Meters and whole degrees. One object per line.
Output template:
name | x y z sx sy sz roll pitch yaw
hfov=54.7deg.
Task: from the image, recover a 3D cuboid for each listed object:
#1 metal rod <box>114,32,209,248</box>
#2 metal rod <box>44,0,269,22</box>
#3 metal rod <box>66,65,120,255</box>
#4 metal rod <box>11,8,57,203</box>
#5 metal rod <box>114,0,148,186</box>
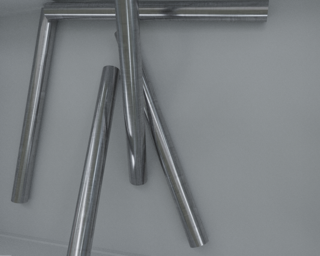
metal rod | -0.001 0.007 0.410 0.025 0.025 0.299 -22 83 18
metal rod | -0.017 -0.153 0.407 0.301 0.025 0.025 6 92 16
metal rod | -0.081 0.054 0.374 0.025 0.025 0.299 -5 63 20
metal rod | -0.194 -0.032 0.478 0.025 0.025 0.298 12 94 19
metal rod | -0.033 -0.062 0.356 0.025 0.025 0.298 9 118 20
